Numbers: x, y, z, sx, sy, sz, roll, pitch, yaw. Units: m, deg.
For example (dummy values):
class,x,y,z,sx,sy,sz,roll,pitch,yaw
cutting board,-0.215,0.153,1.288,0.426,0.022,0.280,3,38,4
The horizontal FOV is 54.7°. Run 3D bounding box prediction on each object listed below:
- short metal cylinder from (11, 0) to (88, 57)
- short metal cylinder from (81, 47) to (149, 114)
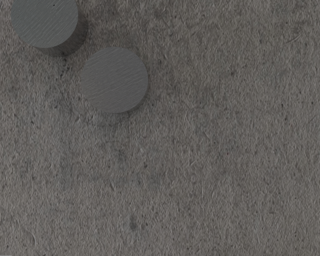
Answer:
class,x,y,z,sx,sy,sz,roll,pitch,yaw
short metal cylinder,-0.138,-0.136,0.396,0.081,0.050,0.080,0,90,0
short metal cylinder,-0.054,-0.058,0.397,0.081,0.050,0.080,0,90,0
